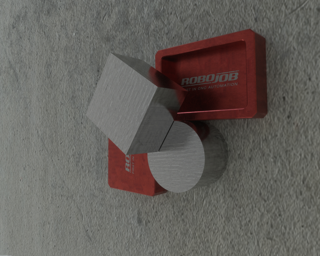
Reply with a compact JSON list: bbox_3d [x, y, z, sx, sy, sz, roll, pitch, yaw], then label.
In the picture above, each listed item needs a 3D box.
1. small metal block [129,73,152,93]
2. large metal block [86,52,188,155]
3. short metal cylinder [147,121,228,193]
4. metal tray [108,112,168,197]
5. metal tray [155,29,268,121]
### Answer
[{"bbox_3d":[-0.023,-0.055,0.409,0.050,0.050,0.025,1,91,40],"label":"small metal block"},{"bbox_3d":[-0.028,-0.027,0.346,0.080,0.050,0.079,40,114,32],"label":"large metal block"},{"bbox_3d":[0.032,0.032,0.363,0.080,0.050,0.080,0,90,40],"label":"short metal cylinder"},{"bbox_3d":[-0.031,0.022,0.430,0.090,0.030,0.129,1,91,40],"label":"metal tray"},{"bbox_3d":[0.054,-0.054,0.359,0.130,0.030,0.089,-2,89,40],"label":"metal tray"}]
